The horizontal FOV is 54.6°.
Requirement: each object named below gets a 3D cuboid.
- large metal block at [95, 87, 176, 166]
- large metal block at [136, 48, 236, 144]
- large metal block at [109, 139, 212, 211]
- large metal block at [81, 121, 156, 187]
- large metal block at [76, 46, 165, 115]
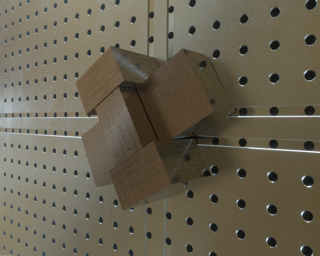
[{"bbox_3d":[-0.025,-0.002,0.395,0.050,0.081,0.080,-35,68,34],"label":"large metal block"},{"bbox_3d":[0.029,-0.034,0.369,0.080,0.050,0.080,-35,70,34],"label":"large metal block"},{"bbox_3d":[0.001,0.054,0.374,0.080,0.081,0.050,-35,68,34],"label":"large metal block"},{"bbox_3d":[-0.060,0.030,0.445,0.080,0.050,0.080,-33,69,35],"label":"large metal block"},{"bbox_3d":[-0.051,-0.058,0.416,0.080,0.081,0.050,-35,68,35],"label":"large metal block"}]
